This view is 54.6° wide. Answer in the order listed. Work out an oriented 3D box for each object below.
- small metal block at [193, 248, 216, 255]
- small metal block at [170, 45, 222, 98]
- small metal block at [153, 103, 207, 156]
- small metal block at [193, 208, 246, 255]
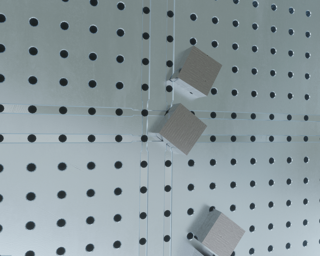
[{"bbox_3d":[0.063,0.200,0.422,0.025,0.050,0.050,19,84,-19],"label":"small metal block"},{"bbox_3d":[0.051,-0.077,0.431,0.050,0.025,0.050,30,80,-18],"label":"small metal block"},{"bbox_3d":[0.027,0.002,0.422,0.050,0.025,0.050,39,78,-16],"label":"small metal block"},{"bbox_3d":[0.085,0.152,0.444,0.050,0.025,0.050,40,77,-16],"label":"small metal block"}]
